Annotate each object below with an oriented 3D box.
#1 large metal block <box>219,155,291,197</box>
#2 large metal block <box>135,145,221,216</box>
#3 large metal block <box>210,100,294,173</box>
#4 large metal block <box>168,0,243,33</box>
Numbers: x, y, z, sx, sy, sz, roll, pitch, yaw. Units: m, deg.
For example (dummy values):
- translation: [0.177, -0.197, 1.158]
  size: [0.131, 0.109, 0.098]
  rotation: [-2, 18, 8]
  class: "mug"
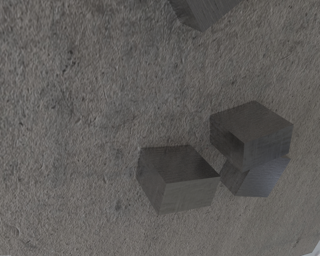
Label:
- translation: [0.156, 0.067, 0.518]
  size: [0.081, 0.050, 0.079]
  rotation: [10, 113, -33]
  class: "large metal block"
- translation: [0.022, 0.067, 0.424]
  size: [0.081, 0.080, 0.050]
  rotation: [-2, 119, -28]
  class: "large metal block"
- translation: [0.128, 0.009, 0.447]
  size: [0.081, 0.080, 0.050]
  rotation: [-19, 126, -18]
  class: "large metal block"
- translation: [0.045, -0.160, 0.316]
  size: [0.080, 0.050, 0.080]
  rotation: [-40, 130, -1]
  class: "large metal block"
